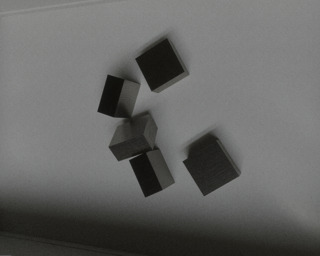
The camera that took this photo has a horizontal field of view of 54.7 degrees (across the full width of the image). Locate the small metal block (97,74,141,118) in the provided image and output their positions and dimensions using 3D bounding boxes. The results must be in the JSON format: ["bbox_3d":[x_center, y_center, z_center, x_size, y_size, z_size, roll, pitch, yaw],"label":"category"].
[{"bbox_3d":[-0.054,-0.041,0.416,0.025,0.050,0.050,19,96,19],"label":"small metal block"}]

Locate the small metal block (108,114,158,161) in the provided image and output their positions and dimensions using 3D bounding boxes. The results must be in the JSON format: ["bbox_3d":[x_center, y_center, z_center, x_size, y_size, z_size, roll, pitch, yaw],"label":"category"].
[{"bbox_3d":[-0.034,0.012,0.406,0.050,0.050,0.025,-19,118,19],"label":"small metal block"}]

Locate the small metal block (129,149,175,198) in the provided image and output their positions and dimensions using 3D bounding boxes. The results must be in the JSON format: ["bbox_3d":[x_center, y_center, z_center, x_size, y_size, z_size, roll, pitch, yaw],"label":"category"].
[{"bbox_3d":[-0.009,0.057,0.400,0.025,0.050,0.050,-27,81,18],"label":"small metal block"}]

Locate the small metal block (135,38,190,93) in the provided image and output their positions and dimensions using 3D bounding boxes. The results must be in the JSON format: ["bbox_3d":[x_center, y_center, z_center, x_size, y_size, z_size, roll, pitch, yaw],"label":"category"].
[{"bbox_3d":[0.003,-0.081,0.409,0.050,0.025,0.050,-29,81,17],"label":"small metal block"}]

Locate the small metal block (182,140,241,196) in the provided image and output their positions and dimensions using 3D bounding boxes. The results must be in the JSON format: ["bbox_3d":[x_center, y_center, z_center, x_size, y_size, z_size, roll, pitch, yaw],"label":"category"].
[{"bbox_3d":[0.065,0.049,0.387,0.050,0.025,0.050,-34,79,16],"label":"small metal block"}]
